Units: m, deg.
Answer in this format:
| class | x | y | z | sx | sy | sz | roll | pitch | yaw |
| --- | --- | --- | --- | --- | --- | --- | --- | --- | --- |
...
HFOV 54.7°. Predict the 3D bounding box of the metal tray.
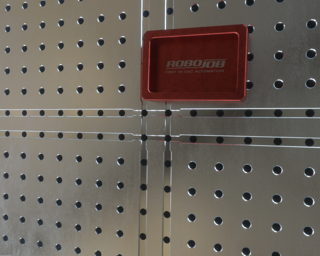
| class | x | y | z | sx | sy | sz | roll | pitch | yaw |
| --- | --- | --- | --- | --- | --- | --- | --- | --- | --- |
| metal tray | 0.043 | -0.079 | 0.393 | 0.130 | 0.030 | 0.089 | 2 | 91 | 19 |
